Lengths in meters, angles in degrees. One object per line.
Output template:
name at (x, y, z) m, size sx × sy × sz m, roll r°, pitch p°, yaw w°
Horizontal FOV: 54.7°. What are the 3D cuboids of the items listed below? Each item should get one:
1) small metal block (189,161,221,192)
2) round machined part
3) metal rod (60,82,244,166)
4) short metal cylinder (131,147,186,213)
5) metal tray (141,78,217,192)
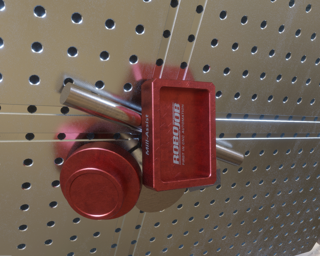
small metal block at (0.064, 0.069, 0.470) m, size 0.050 × 0.025 × 0.050 m, roll -16°, pitch 143°, yaw 0°
round machined part at (-0.072, 0.069, 0.368) m, size 0.099 × 0.042 × 0.097 m, roll 2°, pitch 110°, yaw 6°
metal rod at (0.013, 0.007, 0.418) m, size 0.302 × 0.025 × 0.025 m, roll 21°, pitch 107°, yaw -36°
short metal cylinder at (-0.008, 0.069, 0.429) m, size 0.081 × 0.050 × 0.079 m, roll -14°, pitch 124°, yaw -21°
metal tray at (0.025, 0.007, 0.383) m, size 0.091 × 0.030 × 0.129 m, roll -1°, pitch 90°, yaw -29°
